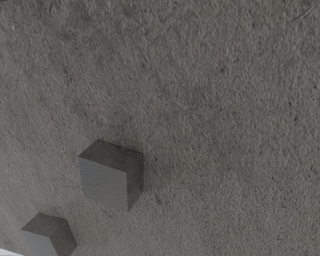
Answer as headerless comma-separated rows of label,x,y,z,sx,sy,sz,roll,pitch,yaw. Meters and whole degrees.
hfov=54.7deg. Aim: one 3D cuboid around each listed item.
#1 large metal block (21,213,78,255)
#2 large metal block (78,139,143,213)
large metal block,-0.235,0.235,0.660,0.080,0.050,0.080,2,120,27
large metal block,-0.073,0.072,0.474,0.080,0.050,0.079,15,125,19
